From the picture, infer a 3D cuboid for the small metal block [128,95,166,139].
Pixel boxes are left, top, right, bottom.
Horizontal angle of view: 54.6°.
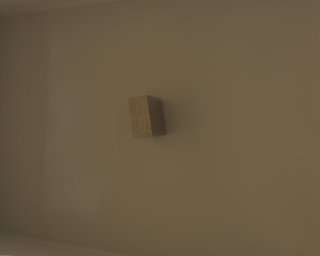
[{"bbox_3d":[-0.016,-0.013,0.399,0.025,0.050,0.050,-9,86,20],"label":"small metal block"}]
